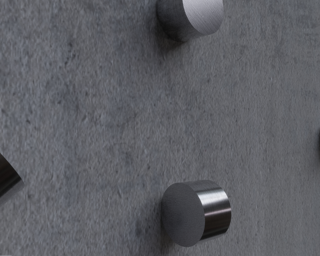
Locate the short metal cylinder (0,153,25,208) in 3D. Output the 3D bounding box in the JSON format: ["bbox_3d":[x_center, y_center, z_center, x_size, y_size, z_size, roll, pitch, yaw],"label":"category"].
[{"bbox_3d":[-0.154,0.035,0.240,0.050,0.080,0.080,-46,118,-30],"label":"short metal cylinder"}]

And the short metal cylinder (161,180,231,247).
[{"bbox_3d":[0.046,0.111,0.410,0.050,0.080,0.079,2,89,-40],"label":"short metal cylinder"}]

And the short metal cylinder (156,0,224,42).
[{"bbox_3d":[0.042,-0.163,0.425,0.081,0.050,0.079,0,90,-40],"label":"short metal cylinder"}]
